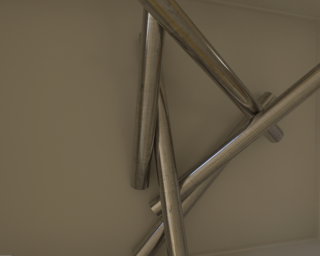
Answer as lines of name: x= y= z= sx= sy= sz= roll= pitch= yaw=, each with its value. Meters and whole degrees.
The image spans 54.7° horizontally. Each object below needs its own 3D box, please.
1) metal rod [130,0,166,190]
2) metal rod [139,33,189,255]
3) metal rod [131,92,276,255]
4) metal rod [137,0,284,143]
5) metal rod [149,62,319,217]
metal rod: x=-0.011 y=-0.061 z=0.340 sx=0.025 sy=0.025 sz=0.298 roll=-3 pitch=117 yaw=-20
metal rod: x=0.005 y=0.024 z=0.388 sx=0.025 sy=0.025 sz=0.298 roll=-5 pitch=83 yaw=-20
metal rod: x=0.071 y=0.061 z=0.436 sx=0.025 sy=0.025 sz=0.301 roll=46 pitch=76 yaw=-14
metal rod: x=0.078 y=-0.057 z=0.365 sx=0.301 sy=0.025 sz=0.025 roll=36 pitch=78 yaw=-40
metal rod: x=0.108 y=0.011 z=0.395 sx=0.300 sy=0.025 sz=0.025 roll=-40 pitch=104 yaw=6
